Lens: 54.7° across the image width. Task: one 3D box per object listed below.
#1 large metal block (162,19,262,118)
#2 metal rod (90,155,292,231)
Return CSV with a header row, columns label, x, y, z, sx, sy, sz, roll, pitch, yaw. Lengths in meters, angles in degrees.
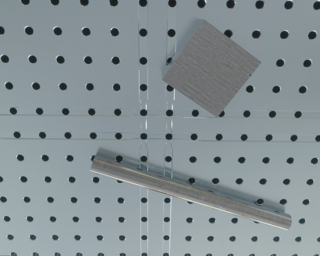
label,x,y,z,sx,sy,sz,roll,pitch,yaw
large metal block,0.058,-0.073,0.374,0.080,0.050,0.080,33,107,-12
metal rod,0.049,0.095,0.448,0.302,0.025,0.025,18,109,-7
